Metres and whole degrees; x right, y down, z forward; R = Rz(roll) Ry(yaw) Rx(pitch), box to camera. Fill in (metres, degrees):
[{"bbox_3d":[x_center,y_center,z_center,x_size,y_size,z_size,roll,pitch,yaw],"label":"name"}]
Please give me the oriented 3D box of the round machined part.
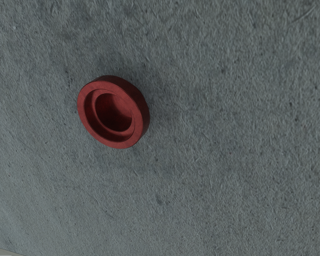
[{"bbox_3d":[-0.057,-0.025,0.411,0.098,0.042,0.097,13,124,21],"label":"round machined part"}]
